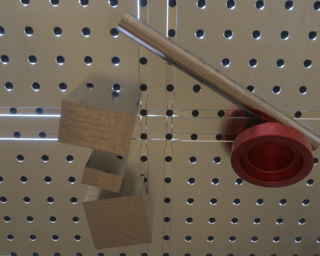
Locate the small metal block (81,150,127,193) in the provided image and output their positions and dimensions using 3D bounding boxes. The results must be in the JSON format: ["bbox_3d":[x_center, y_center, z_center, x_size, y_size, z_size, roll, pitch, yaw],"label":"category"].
[{"bbox_3d":[-0.074,0.058,0.421,0.050,0.050,0.025,16,109,-6],"label":"small metal block"}]

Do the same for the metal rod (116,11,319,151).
[{"bbox_3d":[0.083,-0.053,0.394,0.301,0.025,0.025,30,107,-11],"label":"metal rod"}]

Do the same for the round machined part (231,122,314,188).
[{"bbox_3d":[0.144,0.031,0.404,0.098,0.042,0.097,8,133,9],"label":"round machined part"}]

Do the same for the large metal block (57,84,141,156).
[{"bbox_3d":[-0.070,-0.013,0.378,0.081,0.080,0.050,11,110,-4],"label":"large metal block"}]

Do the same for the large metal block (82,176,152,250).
[{"bbox_3d":[-0.057,0.120,0.444,0.080,0.050,0.079,-8,110,3],"label":"large metal block"}]
